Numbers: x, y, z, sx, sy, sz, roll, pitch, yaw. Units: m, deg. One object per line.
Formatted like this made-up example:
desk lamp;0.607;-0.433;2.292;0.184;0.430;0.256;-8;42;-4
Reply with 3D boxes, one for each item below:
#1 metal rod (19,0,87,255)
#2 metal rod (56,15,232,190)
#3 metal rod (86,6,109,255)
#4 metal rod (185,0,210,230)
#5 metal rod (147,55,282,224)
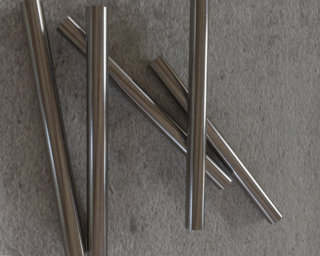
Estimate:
metal rod;-0.124;0.005;0.363;0.025;0.025;0.298;-10;94;-20
metal rod;-0.010;-0.023;0.406;0.300;0.025;0.025;45;76;-15
metal rod;-0.074;0.013;0.366;0.025;0.025;0.298;-1;97;-20
metal rod;0.048;-0.021;0.400;0.025;0.025;0.298;2;90;-20
metal rod;0.084;0.024;0.441;0.025;0.025;0.300;-43;104;-15
